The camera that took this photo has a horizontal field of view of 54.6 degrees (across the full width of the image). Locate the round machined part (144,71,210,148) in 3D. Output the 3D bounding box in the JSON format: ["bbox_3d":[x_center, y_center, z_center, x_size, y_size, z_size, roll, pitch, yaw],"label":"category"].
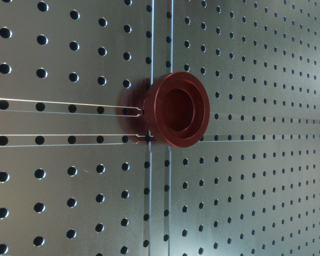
[{"bbox_3d":[0.018,-0.024,0.412,0.099,0.042,0.097,0,90,-40],"label":"round machined part"}]
